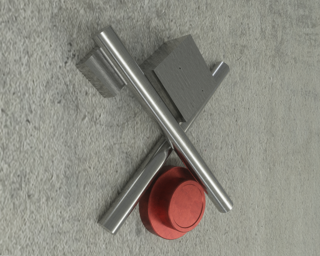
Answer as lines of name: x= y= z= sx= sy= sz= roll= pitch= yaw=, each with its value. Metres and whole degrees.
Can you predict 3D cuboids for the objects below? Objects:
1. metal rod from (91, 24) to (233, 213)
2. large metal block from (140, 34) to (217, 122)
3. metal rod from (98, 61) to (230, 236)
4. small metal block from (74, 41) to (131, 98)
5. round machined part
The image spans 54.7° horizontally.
metal rod: x=0.017 y=0.007 z=0.390 sx=0.025 sy=0.025 sz=0.300 roll=-51 pitch=120 yaw=-28
large metal block: x=0.020 y=-0.064 z=0.410 sx=0.080 sy=0.050 sz=0.080 roll=-49 pitch=120 yaw=-29
metal rod: x=0.019 y=0.011 z=0.426 sx=0.025 sy=0.025 sz=0.301 roll=53 pitch=59 yaw=-28
small metal block: x=-0.060 y=-0.070 z=0.358 sx=0.050 sy=0.025 sz=0.050 roll=51 pitch=60 yaw=-28
round machined part: x=0.024 y=0.101 z=0.417 sx=0.099 sy=0.042 sz=0.097 roll=0 pitch=90 yaw=-40
